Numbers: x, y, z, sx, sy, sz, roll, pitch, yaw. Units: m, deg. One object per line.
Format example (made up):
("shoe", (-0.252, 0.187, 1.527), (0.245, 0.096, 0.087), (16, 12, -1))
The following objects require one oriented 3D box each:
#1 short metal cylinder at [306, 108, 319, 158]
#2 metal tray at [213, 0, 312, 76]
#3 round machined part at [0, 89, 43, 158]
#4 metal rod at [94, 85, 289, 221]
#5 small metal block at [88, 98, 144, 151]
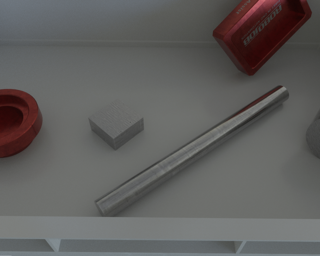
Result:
("short metal cylinder", (0.225, 0.003, 0.370), (0.080, 0.080, 0.050), (30, 56, 22))
("metal tray", (0.151, -0.153, 0.454), (0.130, 0.090, 0.030), (-46, 37, 6))
("round machined part", (-0.199, -0.001, 0.392), (0.099, 0.042, 0.098), (0, 50, 0))
("metal rod", (0.056, 0.019, 0.389), (0.302, 0.025, 0.025), (-30, 57, -23))
("small metal block", (-0.057, -0.006, 0.409), (0.050, 0.025, 0.050), (37, 59, 26))
